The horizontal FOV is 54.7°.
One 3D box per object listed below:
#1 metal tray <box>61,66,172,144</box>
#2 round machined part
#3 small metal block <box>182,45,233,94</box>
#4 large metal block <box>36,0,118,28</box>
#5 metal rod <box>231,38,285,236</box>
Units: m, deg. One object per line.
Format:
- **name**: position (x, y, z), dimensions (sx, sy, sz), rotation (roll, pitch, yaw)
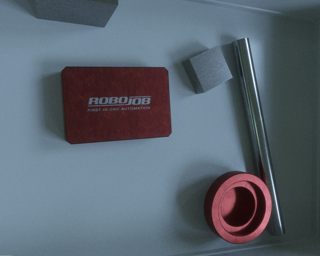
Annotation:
- **metal tray**: position (-0.053, -0.030, 0.389), dimensions (0.131, 0.030, 0.089), rotation (-4, 92, -20)
- **round machined part**: position (0.106, 0.110, 0.442), dimensions (0.099, 0.042, 0.097), rotation (0, 90, -21)
- **small metal block**: position (0.067, -0.082, 0.436), dimensions (0.050, 0.025, 0.050), rotation (-29, 100, -18)
- **large metal block**: position (-0.095, -0.154, 0.346), dimensions (0.081, 0.080, 0.050), rotation (1, 90, -20)
- **metal rod**: position (0.149, 0.016, 0.467), dimensions (0.025, 0.025, 0.298), rotation (-14, 95, -20)
